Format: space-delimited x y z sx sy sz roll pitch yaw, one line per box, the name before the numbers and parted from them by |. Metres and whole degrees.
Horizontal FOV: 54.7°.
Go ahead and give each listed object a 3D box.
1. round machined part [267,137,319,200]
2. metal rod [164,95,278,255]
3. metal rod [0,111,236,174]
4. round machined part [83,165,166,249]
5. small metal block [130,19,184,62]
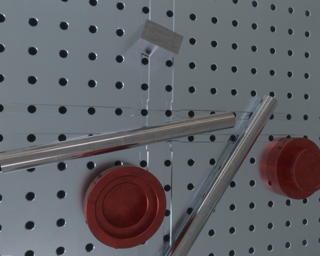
round machined part | 0.222 0.064 0.485 0.099 0.042 0.097 0 90 -20
metal rod | 0.086 0.079 0.444 0.025 0.025 0.300 38 78 -16
metal rod | -0.037 0.013 0.398 0.302 0.025 0.025 -10 94 -20
round machined part | -0.045 0.094 0.387 0.099 0.042 0.097 0 90 -20
small metal block | -0.005 -0.110 0.397 0.050 0.050 0.025 20 84 -19
